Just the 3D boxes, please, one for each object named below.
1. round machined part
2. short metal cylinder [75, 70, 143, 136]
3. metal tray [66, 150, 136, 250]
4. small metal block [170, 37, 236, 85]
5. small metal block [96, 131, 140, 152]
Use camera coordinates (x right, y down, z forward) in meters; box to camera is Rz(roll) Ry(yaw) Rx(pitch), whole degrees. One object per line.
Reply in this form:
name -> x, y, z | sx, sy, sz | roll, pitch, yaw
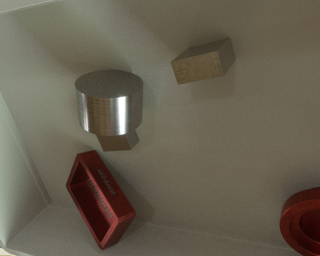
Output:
round machined part -> 0.195, 0.108, 0.362 | 0.098, 0.042, 0.097 | 13, 124, 20
short metal cylinder -> -0.061, -0.033, 0.383 | 0.080, 0.080, 0.050 | 16, 125, 18
metal tray -> -0.097, 0.110, 0.484 | 0.130, 0.030, 0.089 | 51, 131, 27
small metal block -> 0.046, -0.070, 0.324 | 0.050, 0.050, 0.025 | -7, 115, 31
small metal block -> -0.064, 0.005, 0.444 | 0.050, 0.025, 0.050 | -6, 116, 30
